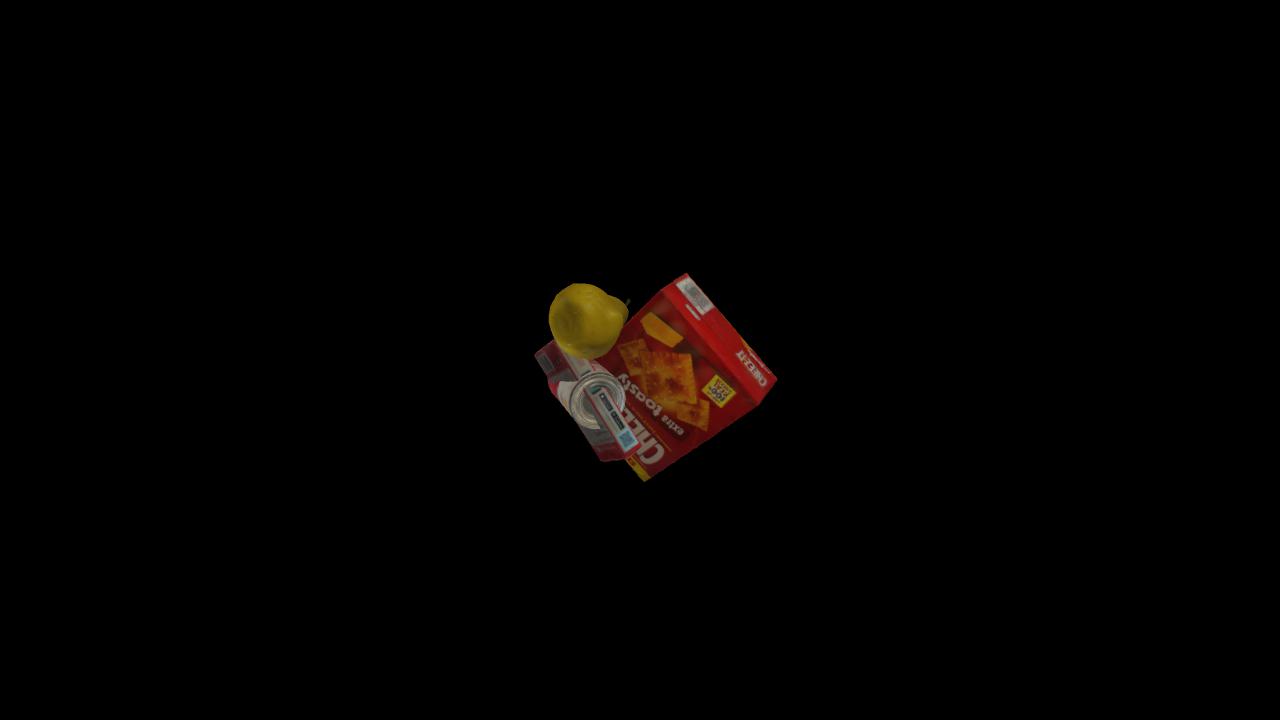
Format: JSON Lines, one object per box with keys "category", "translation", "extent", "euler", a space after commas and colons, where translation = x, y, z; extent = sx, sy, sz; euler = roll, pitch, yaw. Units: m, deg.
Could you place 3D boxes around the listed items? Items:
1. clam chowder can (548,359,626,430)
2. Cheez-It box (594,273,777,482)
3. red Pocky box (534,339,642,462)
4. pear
{"category": "clam chowder can", "translation": [-0.064, 0.034, 0.720], "extent": [0.068, 0.068, 0.102], "euler": [0, 15, -22]}
{"category": "Cheez-It box", "translation": [0.028, 0.029, 0.745], "extent": [0.223, 0.166, 0.071], "euler": [-42, -3, 40]}
{"category": "red Pocky box", "translation": [-0.062, 0.045, 0.709], "extent": [0.028, 0.155, 0.083], "euler": [-34, 4, -28]}
{"category": "pear", "translation": [-0.042, -0.043, 0.657], "extent": [0.080, 0.080, 0.111], "euler": [0, 5, 40]}
